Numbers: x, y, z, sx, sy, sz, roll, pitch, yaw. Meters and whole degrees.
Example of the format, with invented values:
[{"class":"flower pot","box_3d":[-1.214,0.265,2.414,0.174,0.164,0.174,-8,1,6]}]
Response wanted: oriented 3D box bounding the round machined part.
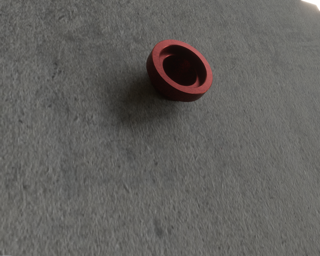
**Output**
[{"class":"round machined part","box_3d":[0.025,-0.079,0.456,0.099,0.042,0.098,14,56,-21]}]
